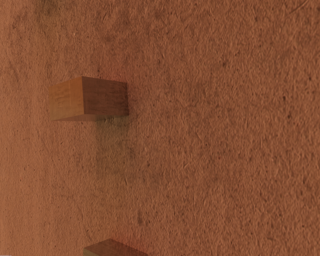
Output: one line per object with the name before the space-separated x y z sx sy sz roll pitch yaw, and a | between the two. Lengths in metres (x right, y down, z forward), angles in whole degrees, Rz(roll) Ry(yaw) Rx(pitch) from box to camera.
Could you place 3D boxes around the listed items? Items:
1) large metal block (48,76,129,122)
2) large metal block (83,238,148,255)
large metal block | -0.104 -0.039 0.455 0.080 0.081 0.050 -7 86 40
large metal block | -0.065 0.215 0.443 0.080 0.050 0.079 4 92 40
